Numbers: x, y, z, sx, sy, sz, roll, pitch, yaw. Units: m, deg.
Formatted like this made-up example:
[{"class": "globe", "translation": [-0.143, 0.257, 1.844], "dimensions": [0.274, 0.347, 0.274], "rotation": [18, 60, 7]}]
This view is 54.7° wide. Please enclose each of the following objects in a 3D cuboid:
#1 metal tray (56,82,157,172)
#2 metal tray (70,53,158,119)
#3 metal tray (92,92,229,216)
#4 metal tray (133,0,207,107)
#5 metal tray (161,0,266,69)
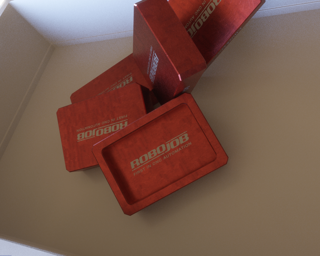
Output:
[{"class": "metal tray", "translation": [-0.070, 0.002, 0.414], "dimensions": [0.130, 0.030, 0.090], "rotation": [-16, 80, 19]}, {"class": "metal tray", "translation": [-0.066, -0.048, 0.465], "dimensions": [0.130, 0.030, 0.090], "rotation": [-33, 52, 6]}, {"class": "metal tray", "translation": [0.000, 0.030, 0.355], "dimensions": [0.130, 0.030, 0.090], "rotation": [-30, 82, 7]}, {"class": "metal tray", "translation": [0.004, -0.077, 0.356], "dimensions": [0.030, 0.130, 0.090], "rotation": [-29, 83, -10]}, {"class": "metal tray", "translation": [0.053, -0.138, 0.390], "dimensions": [0.090, 0.030, 0.129], "rotation": [44, 124, 4]}]
